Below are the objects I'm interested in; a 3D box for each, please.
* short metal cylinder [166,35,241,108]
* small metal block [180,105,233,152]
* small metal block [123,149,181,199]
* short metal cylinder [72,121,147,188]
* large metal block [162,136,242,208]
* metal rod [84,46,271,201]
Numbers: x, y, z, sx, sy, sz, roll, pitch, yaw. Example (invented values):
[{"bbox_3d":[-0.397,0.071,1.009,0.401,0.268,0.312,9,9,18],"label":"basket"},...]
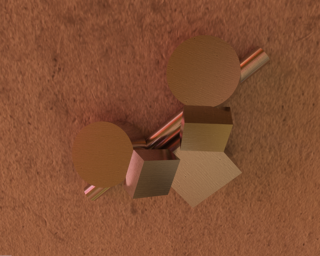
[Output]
[{"bbox_3d":[0.053,-0.062,0.360,0.080,0.050,0.079,0,92,15],"label":"short metal cylinder"},{"bbox_3d":[0.050,0.002,0.346,0.050,0.025,0.050,2,141,-1],"label":"small metal block"},{"bbox_3d":[-0.010,0.053,0.364,0.050,0.025,0.050,3,114,-36],"label":"small metal block"},{"bbox_3d":[-0.062,0.031,0.393,0.080,0.050,0.079,0,92,15],"label":"short metal cylinder"},{"bbox_3d":[0.047,0.045,0.413,0.080,0.050,0.080,-40,106,13],"label":"large metal block"},{"bbox_3d":[0.014,0.002,0.411,0.300,0.025,0.025,-39,106,13],"label":"metal rod"}]
